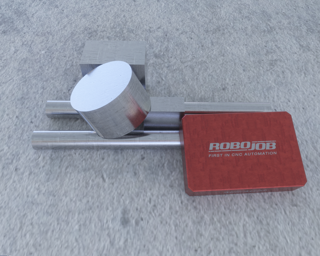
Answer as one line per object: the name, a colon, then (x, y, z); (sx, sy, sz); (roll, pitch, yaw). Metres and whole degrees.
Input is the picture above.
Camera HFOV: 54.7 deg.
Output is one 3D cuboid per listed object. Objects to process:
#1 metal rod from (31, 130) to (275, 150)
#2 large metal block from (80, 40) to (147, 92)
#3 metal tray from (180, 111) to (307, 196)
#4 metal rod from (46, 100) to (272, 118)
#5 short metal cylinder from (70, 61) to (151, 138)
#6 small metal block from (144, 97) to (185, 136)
metal rod: (-0.006, 0.015, 0.392); (0.302, 0.025, 0.025); (0, 50, -1)
large metal block: (-0.059, -0.073, 0.430); (0.081, 0.080, 0.050); (1, 50, 0)
metal tray: (0.092, 0.029, 0.360); (0.131, 0.030, 0.090); (-2, 68, -4)
metal rod: (-0.002, -0.024, 0.425); (0.302, 0.025, 0.025); (1, 50, 0)
short metal cylinder: (-0.058, -0.034, 0.370); (0.080, 0.050, 0.080); (-16, 46, 17)
small metal block: (0.005, -0.014, 0.399); (0.050, 0.050, 0.025); (1, 50, 0)
